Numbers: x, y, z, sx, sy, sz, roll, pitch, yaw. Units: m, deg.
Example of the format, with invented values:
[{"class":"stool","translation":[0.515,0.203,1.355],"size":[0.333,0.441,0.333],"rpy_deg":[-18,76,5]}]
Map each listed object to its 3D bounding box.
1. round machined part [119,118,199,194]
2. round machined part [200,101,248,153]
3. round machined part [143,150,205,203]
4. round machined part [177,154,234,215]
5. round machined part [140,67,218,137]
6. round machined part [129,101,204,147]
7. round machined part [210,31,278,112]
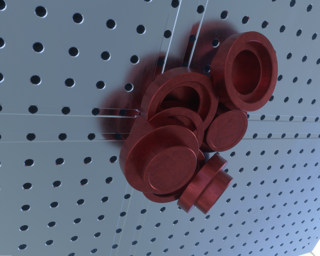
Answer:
[{"class":"round machined part","translation":[0.005,0.040,0.372],"size":[0.099,0.042,0.097],"rpy_deg":[-14,124,-21]},{"class":"round machined part","translation":[0.085,-0.005,0.442],"size":[0.099,0.042,0.097],"rpy_deg":[-14,124,-21]},{"class":"round machined part","translation":[0.011,0.055,0.439],"size":[0.099,0.042,0.097],"rpy_deg":[-14,124,-21]},{"class":"round machined part","translation":[0.072,0.089,0.462],"size":[0.098,0.042,0.098],"rpy_deg":[-46,162,-19]},{"class":"round machined part","translation":[0.021,-0.031,0.392],"size":[0.099,0.042,0.097],"rpy_deg":[-14,124,-21]},{"class":"round machined part","translation":[0.005,0.008,0.407],"size":[0.099,0.042,0.097],"rpy_deg":[-14,124,-21]},{"class":"round machined part","translation":[0.103,-0.071,0.397],"size":[0.099,0.042,0.097],"rpy_deg":[-6,101,-34]}]
